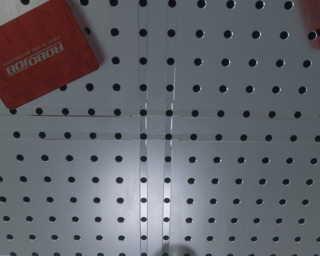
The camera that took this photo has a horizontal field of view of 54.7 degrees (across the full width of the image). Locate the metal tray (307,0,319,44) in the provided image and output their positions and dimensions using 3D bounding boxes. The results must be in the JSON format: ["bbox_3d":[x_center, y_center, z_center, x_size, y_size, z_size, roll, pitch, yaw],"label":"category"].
[{"bbox_3d":[0.246,-0.153,0.356,0.130,0.030,0.090,-24,109,8],"label":"metal tray"}]

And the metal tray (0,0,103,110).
[{"bbox_3d":[-0.148,-0.089,0.377,0.130,0.030,0.090,-24,109,8],"label":"metal tray"}]
